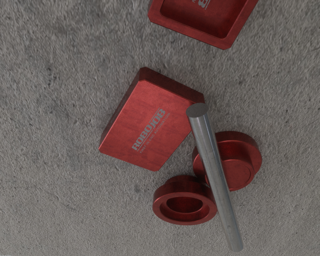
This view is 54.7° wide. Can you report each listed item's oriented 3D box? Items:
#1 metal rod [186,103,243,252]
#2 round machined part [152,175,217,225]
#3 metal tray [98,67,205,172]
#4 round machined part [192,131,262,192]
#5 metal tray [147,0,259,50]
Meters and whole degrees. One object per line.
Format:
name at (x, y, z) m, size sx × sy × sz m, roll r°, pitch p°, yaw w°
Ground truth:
metal rod at (0.084, 0.089, 0.428) m, size 0.025 × 0.025 × 0.299 m, roll -13°, pitch 129°, yaw 11°
round machined part at (0.039, 0.110, 0.486) m, size 0.099 × 0.042 × 0.097 m, roll 3°, pitch 136°, yaw 3°
metal tray at (-0.013, -0.005, 0.400) m, size 0.091 × 0.030 × 0.129 m, roll 23°, pitch 127°, yaw -19°
round machined part at (0.097, 0.054, 0.443) m, size 0.099 × 0.042 × 0.097 m, roll 0°, pitch 130°, yaw 0°
metal tray at (0.052, -0.146, 0.280) m, size 0.091 × 0.030 × 0.129 m, roll 17°, pitch 128°, yaw -14°
